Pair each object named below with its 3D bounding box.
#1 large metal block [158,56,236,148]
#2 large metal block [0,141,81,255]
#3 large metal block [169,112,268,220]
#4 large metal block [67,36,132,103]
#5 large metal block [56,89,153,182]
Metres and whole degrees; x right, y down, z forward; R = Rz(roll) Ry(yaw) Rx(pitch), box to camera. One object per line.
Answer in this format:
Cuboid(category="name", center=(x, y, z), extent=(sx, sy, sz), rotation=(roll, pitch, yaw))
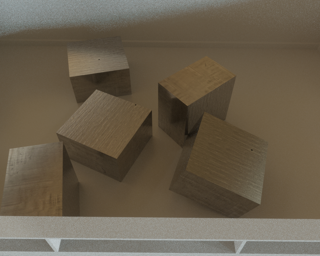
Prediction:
Cuboid(category="large metal block", center=(0.045, -0.033, 0.397), extent=(0.081, 0.080, 0.050), rotation=(-33, 57, -25))
Cuboid(category="large metal block", center=(-0.113, 0.072, 0.307), extent=(0.050, 0.080, 0.080), rotation=(-8, 51, -7))
Cuboid(category="large metal block", center=(0.066, 0.041, 0.341), extent=(0.080, 0.050, 0.080), rotation=(25, 52, -3))
Cuboid(category="large metal block", center=(-0.091, -0.089, 0.462), extent=(0.081, 0.050, 0.080), rotation=(-10, 51, -9))
Cuboid(category="large metal block", center=(-0.064, 0.008, 0.382), extent=(0.080, 0.050, 0.080), rotation=(21, 53, 16))
